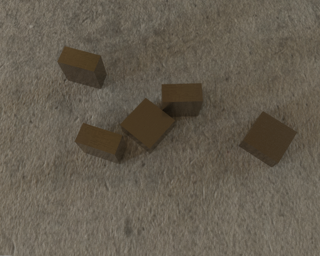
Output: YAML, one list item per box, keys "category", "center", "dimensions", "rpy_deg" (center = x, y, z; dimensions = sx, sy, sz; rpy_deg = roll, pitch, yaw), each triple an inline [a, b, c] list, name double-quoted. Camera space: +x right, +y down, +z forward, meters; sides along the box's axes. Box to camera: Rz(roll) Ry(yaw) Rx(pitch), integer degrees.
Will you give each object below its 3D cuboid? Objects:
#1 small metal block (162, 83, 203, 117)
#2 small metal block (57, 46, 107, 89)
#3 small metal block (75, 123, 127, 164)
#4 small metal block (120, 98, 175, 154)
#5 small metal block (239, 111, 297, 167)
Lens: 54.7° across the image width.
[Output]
- category: "small metal block"
  center: [0.028, -0.036, 0.408]
  dimensions: [0.050, 0.050, 0.025]
  rpy_deg: [-2, 70, -1]
- category: "small metal block"
  center: [-0.105, -0.081, 0.423]
  dimensions: [0.050, 0.050, 0.025]
  rpy_deg: [16, 71, 5]
- category: "small metal block"
  center: [-0.072, 0.021, 0.386]
  dimensions: [0.050, 0.050, 0.025]
  rpy_deg: [17, 71, 6]
- category: "small metal block"
  center: [-0.016, -0.003, 0.409]
  dimensions: [0.050, 0.025, 0.050]
  rpy_deg: [39, 74, 12]
- category: "small metal block"
  center: [0.140, 0.015, 0.405]
  dimensions: [0.050, 0.025, 0.050]
  rpy_deg: [34, 73, 11]
